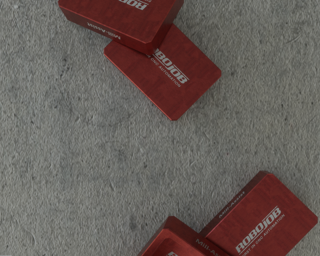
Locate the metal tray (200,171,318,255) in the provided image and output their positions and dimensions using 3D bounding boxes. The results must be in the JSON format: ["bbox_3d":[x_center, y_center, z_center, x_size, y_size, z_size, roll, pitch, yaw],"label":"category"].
[{"bbox_3d":[0.127,0.132,0.408,0.090,0.030,0.130,44,90,0],"label":"metal tray"}]

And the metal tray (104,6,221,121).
[{"bbox_3d":[0.003,-0.083,0.407,0.130,0.030,0.090,45,90,0],"label":"metal tray"}]

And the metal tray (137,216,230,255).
[{"bbox_3d":[0.040,0.183,0.388,0.130,0.030,0.090,35,111,3],"label":"metal tray"}]

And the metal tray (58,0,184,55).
[{"bbox_3d":[-0.047,-0.157,0.386,0.130,0.030,0.090,26,79,11],"label":"metal tray"}]
